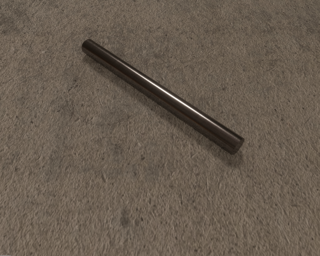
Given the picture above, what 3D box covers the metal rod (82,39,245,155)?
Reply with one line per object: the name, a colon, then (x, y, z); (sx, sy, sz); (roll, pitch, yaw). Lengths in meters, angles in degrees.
metal rod: (-0.011, -0.057, 0.450); (0.300, 0.025, 0.025); (36, 59, 26)
